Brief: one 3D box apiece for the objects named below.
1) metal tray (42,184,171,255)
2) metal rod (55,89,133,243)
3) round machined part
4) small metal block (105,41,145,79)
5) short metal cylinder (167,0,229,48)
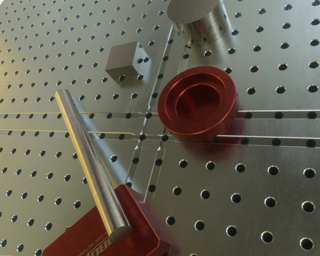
[{"bbox_3d":[-0.064,0.139,0.352,0.130,0.030,0.090,-41,51,0],"label":"metal tray"},{"bbox_3d":[-0.103,0.025,0.419,0.025,0.025,0.300,-39,44,1],"label":"metal rod"},{"bbox_3d":[0.050,-0.026,0.386,0.098,0.042,0.098,-13,56,20],"label":"round machined part"},{"bbox_3d":[-0.056,-0.110,0.504,0.050,0.025,0.050,-5,60,25],"label":"small metal block"},{"bbox_3d":[0.058,-0.168,0.464,0.080,0.050,0.080,-13,56,20],"label":"short metal cylinder"}]
